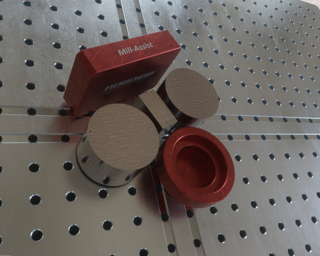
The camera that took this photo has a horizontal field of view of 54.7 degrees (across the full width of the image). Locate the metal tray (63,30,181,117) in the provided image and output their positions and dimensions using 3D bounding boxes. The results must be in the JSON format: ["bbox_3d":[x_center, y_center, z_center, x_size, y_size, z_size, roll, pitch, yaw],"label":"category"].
[{"bbox_3d":[-0.045,-0.067,0.377,0.131,0.090,0.030,-26,77,-36],"label":"metal tray"}]

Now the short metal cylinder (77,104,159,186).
[{"bbox_3d":[-0.048,0.019,0.350,0.081,0.050,0.080,14,56,-21],"label":"short metal cylinder"}]

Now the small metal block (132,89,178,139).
[{"bbox_3d":[-0.012,-0.012,0.387,0.025,0.050,0.050,-28,78,-37],"label":"small metal block"}]

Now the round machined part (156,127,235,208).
[{"bbox_3d":[0.040,0.051,0.382,0.099,0.042,0.098,14,56,-21],"label":"round machined part"}]

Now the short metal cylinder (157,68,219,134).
[{"bbox_3d":[0.033,-0.035,0.426,0.081,0.050,0.080,14,56,-21],"label":"short metal cylinder"}]
